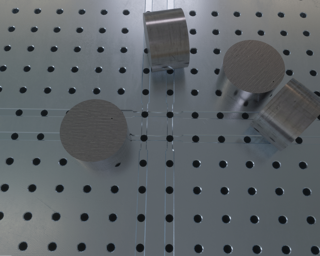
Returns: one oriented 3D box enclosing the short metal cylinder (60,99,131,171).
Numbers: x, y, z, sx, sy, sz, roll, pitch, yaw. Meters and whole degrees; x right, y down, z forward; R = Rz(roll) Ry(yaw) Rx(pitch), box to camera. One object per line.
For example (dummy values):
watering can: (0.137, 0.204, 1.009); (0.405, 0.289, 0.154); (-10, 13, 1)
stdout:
short metal cylinder: (-0.079, 0.010, 0.394); (0.081, 0.050, 0.080); (0, 70, 0)

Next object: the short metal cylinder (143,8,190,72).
short metal cylinder: (0.008, -0.120, 0.426); (0.050, 0.080, 0.080); (-9, 70, -3)

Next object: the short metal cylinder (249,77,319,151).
short metal cylinder: (0.160, -0.017, 0.390); (0.080, 0.080, 0.050); (-43, 76, -14)

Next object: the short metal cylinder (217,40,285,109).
short metal cylinder: (0.122, -0.073, 0.426); (0.081, 0.050, 0.080); (0, 70, 0)
